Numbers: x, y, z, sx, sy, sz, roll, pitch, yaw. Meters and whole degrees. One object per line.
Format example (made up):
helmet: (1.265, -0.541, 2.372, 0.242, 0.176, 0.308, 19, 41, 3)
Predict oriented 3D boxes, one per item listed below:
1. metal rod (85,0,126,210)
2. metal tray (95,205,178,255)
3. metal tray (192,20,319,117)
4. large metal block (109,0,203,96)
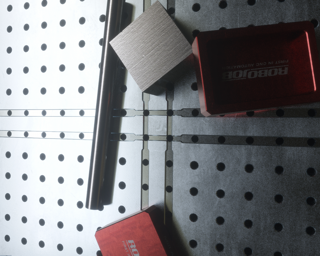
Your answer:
metal rod: (-0.078, -0.034, 0.439, 0.025, 0.025, 0.298, 7, 92, 20)
metal tray: (-0.022, 0.183, 0.418, 0.090, 0.030, 0.130, -27, 81, 17)
metal tray: (0.107, -0.065, 0.345, 0.131, 0.030, 0.089, -7, 87, -4)
large metal block: (-0.004, -0.099, 0.401, 0.080, 0.050, 0.080, -36, 79, 16)
